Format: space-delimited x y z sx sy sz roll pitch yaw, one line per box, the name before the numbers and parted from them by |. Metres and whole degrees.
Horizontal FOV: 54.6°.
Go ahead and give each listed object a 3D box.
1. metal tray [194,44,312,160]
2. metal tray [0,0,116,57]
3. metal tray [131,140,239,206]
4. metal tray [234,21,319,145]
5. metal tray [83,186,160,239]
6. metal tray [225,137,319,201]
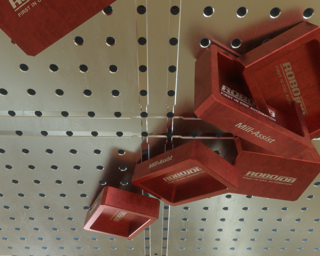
metal tray | 0.100 -0.029 0.342 0.131 0.090 0.030 23 136 -19
metal tray | -0.105 -0.137 0.291 0.130 0.030 0.090 -26 126 20
metal tray | 0.033 0.070 0.443 0.090 0.030 0.130 36 138 -27
metal tray | 0.152 -0.041 0.355 0.090 0.030 0.130 -29 119 9
metal tray | -0.066 0.143 0.509 0.091 0.030 0.129 18 141 -15
metal tray | 0.161 0.064 0.464 0.131 0.030 0.089 9 130 -8
